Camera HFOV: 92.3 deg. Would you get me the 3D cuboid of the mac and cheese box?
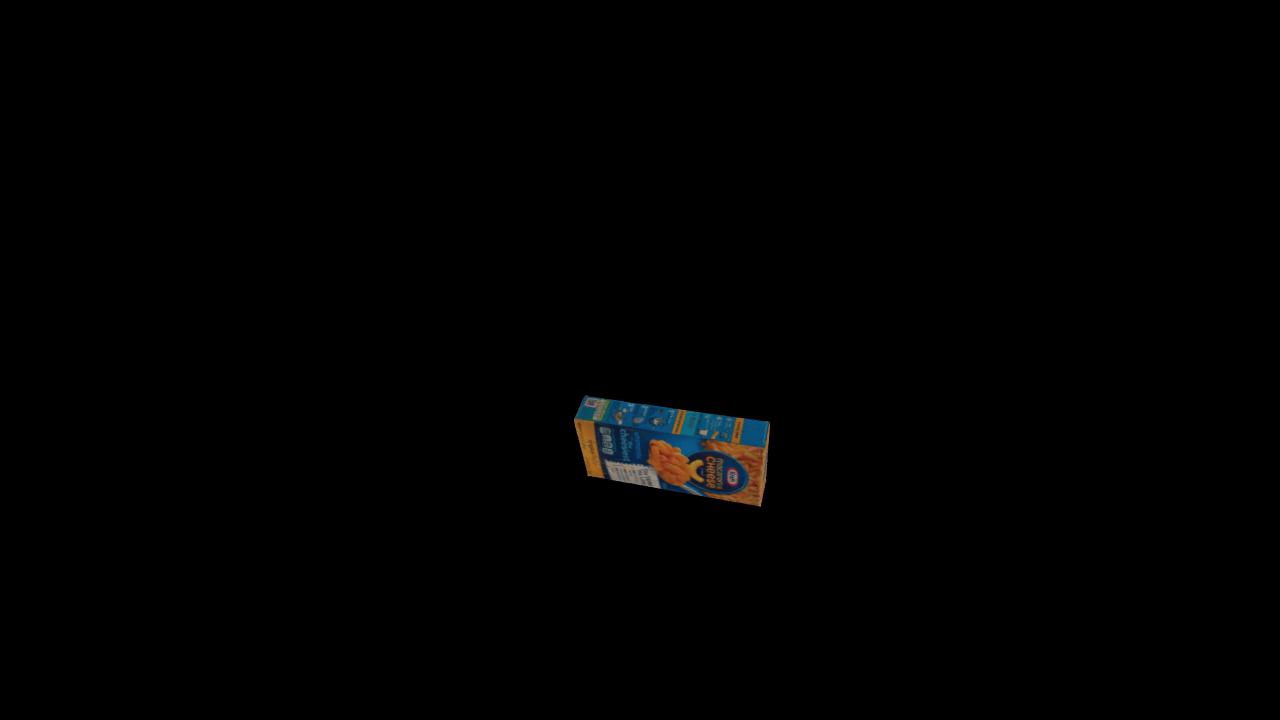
[{"bbox_3d":[0.032,0.090,0.611,0.184,0.093,0.041,7,43,15],"label":"mac and cheese box"}]
